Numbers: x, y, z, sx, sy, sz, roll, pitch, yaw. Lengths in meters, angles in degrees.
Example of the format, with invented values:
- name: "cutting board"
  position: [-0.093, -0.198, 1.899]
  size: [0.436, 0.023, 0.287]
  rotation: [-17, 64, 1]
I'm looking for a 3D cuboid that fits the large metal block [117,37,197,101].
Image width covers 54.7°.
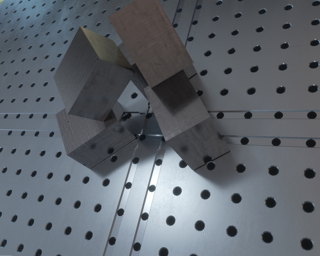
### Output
- name: "large metal block"
  position: [-0.007, -0.091, 0.429]
  size: [0.080, 0.080, 0.050]
  rotation: [-36, 52, 4]

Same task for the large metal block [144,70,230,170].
- name: "large metal block"
  position: [0.032, -0.009, 0.359]
  size: [0.050, 0.080, 0.080]
  rotation: [-30, 52, 9]

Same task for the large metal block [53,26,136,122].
- name: "large metal block"
  position: [-0.086, -0.068, 0.393]
  size: [0.080, 0.050, 0.080]
  rotation: [-53, 47, 23]

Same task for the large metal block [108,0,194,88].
- name: "large metal block"
  position: [-0.010, -0.092, 0.343]
  size: [0.050, 0.080, 0.080]
  rotation: [-31, 9, 3]

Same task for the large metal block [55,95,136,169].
- name: "large metal block"
  position: [-0.092, -0.003, 0.440]
  size: [0.080, 0.050, 0.080]
  rotation: [-34, 52, 5]
